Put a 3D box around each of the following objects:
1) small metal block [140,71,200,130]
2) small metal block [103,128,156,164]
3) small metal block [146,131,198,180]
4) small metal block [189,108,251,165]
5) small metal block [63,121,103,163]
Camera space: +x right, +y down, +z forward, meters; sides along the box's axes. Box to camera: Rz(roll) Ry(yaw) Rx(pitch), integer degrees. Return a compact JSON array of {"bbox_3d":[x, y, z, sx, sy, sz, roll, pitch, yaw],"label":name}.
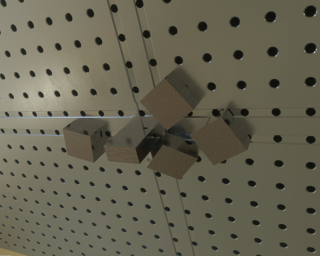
[{"bbox_3d":[0.012,-0.033,0.383,0.050,0.025,0.050,47,129,-5],"label":"small metal block"},{"bbox_3d":[-0.041,0.024,0.430,0.050,0.050,0.025,2,119,27],"label":"small metal block"},{"bbox_3d":[0.016,0.038,0.414,0.050,0.025,0.050,23,130,-14],"label":"small metal block"},{"bbox_3d":[0.074,0.011,0.379,0.050,0.025,0.050,-33,101,38],"label":"small metal block"},{"bbox_3d":[-0.120,0.022,0.486,0.050,0.025,0.050,13,124,20],"label":"small metal block"}]
